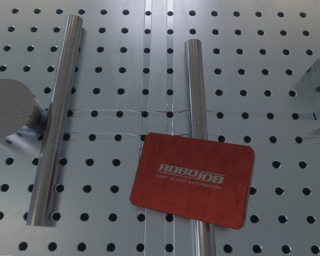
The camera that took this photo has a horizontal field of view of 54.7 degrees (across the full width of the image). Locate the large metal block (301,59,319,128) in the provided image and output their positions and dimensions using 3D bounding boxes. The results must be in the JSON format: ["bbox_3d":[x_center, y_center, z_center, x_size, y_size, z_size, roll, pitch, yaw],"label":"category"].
[{"bbox_3d":[0.253,-0.052,0.419,0.081,0.050,0.080,-9,70,-4],"label":"large metal block"}]

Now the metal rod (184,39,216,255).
[{"bbox_3d":[0.050,0.016,0.405,0.025,0.025,0.299,-1,70,0],"label":"metal rod"}]

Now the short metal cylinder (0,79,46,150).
[{"bbox_3d":[-0.195,-0.017,0.403,0.081,0.050,0.080,0,70,0],"label":"short metal cylinder"}]

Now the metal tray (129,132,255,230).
[{"bbox_3d":[0.038,0.059,0.363,0.130,0.030,0.090,8,74,22],"label":"metal tray"}]

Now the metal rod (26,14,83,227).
[{"bbox_3d":[-0.138,-0.024,0.419,0.025,0.025,0.299,3,70,1],"label":"metal rod"}]
